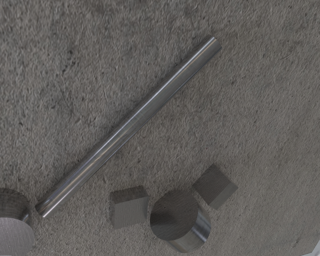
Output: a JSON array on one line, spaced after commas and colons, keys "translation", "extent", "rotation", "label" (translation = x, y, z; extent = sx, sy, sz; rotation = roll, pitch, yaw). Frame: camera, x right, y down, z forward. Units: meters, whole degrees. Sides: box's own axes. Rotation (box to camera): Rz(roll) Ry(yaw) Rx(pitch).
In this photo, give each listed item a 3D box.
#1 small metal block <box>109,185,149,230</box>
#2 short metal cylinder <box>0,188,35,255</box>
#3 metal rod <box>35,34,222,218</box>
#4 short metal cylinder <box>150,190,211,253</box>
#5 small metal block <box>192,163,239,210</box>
[{"translation": [-0.046, 0.116, 0.454], "extent": [0.050, 0.025, 0.050], "rotation": [-8, 122, -24], "label": "small metal block"}, {"translation": [-0.191, 0.117, 0.359], "extent": [0.081, 0.050, 0.079], "rotation": [-14, 124, -21], "label": "short metal cylinder"}, {"translation": [-0.040, 0.000, 0.384], "extent": [0.300, 0.025, 0.025], "rotation": [-44, 129, 2], "label": "metal rod"}, {"translation": [0.032, 0.144, 0.478], "extent": [0.080, 0.080, 0.050], "rotation": [-39, 129, -2], "label": "short metal cylinder"}, {"translation": [0.088, 0.094, 0.497], "extent": [0.050, 0.050, 0.025], "rotation": [-48, 129, 5], "label": "small metal block"}]
